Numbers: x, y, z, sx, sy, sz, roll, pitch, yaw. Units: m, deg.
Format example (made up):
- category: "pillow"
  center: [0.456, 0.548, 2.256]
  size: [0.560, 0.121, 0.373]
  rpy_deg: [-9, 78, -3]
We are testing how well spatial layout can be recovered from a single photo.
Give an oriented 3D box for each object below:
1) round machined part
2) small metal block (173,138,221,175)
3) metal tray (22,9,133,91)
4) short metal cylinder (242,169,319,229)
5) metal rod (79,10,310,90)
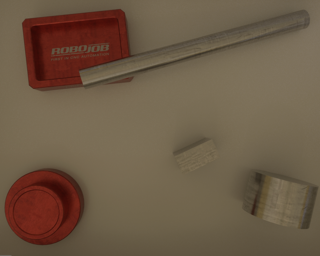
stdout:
- category: "round machined part"
  center: [-0.153, 0.104, 0.401]
  size: [0.099, 0.042, 0.097]
  rpy_deg: [0, 90, -1]
- category: "small metal block"
  center: [0.045, 0.035, 0.400]
  size: [0.050, 0.050, 0.025]
  rpy_deg: [-25, 90, 0]
- category: "metal tray"
  center: [-0.106, -0.101, 0.407]
  size: [0.131, 0.030, 0.089]
  rpy_deg: [-6, 90, -1]
- category: "short metal cylinder"
  center: [0.149, 0.086, 0.386]
  size: [0.080, 0.080, 0.050]
  rpy_deg: [13, 90, -1]
- category: "metal rod"
  center: [0.049, -0.102, 0.393]
  size: [0.302, 0.025, 0.025]
  rpy_deg: [-17, 90, -8]
